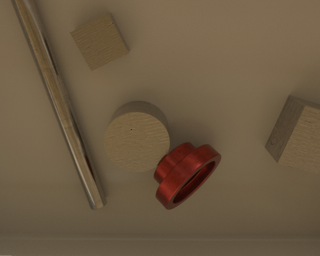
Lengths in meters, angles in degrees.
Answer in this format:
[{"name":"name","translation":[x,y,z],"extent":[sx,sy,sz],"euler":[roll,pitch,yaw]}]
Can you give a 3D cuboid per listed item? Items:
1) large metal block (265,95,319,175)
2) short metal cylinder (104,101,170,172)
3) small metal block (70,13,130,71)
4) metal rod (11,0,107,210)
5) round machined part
[{"name":"large metal block","translation":[0.198,0.011,0.405],"extent":[0.080,0.050,0.079],"euler":[16,109,-6]},{"name":"short metal cylinder","translation":[-0.028,0.010,0.401],"extent":[0.081,0.050,0.079],"euler":[0,110,-1]},{"name":"small metal block","translation":[-0.071,-0.103,0.372],"extent":[0.050,0.025,0.050],"euler":[-24,109,8]},{"name":"metal rod","translation":[-0.125,-0.024,0.400],"extent":[0.025,0.025,0.298],"euler":[-13,110,4]},{"name":"round machined part","translation":[0.031,0.057,0.404],"extent":[0.042,0.098,0.098],"euler":[44,108,23]}]
